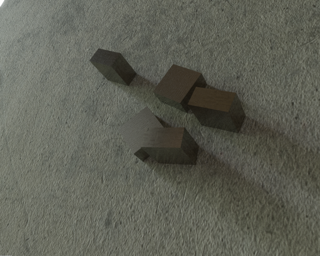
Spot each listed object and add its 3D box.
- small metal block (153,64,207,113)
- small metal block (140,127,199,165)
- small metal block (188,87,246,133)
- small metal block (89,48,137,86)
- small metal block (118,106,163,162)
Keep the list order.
[{"bbox_3d":[0.027,-0.055,0.423,0.050,0.025,0.050,27,76,37],"label":"small metal block"},{"bbox_3d":[0.013,0.022,0.368,0.050,0.050,0.025,-1,62,27],"label":"small metal block"},{"bbox_3d":[0.068,-0.021,0.365,0.050,0.050,0.025,14,69,34],"label":"small metal block"},{"bbox_3d":[-0.073,-0.095,0.484,0.050,0.050,0.025,21,73,36],"label":"small metal block"},{"bbox_3d":[-0.020,0.007,0.410,0.050,0.025,0.050,-39,51,2],"label":"small metal block"}]
